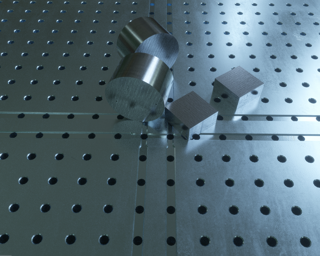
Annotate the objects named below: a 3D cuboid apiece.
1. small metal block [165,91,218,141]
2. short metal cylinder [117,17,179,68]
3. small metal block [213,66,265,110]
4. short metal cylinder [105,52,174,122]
[{"bbox_3d":[0.042,-0.018,0.423,0.050,0.025,0.050,-31,57,-23],"label":"small metal block"},{"bbox_3d":[-0.019,-0.121,0.473,0.081,0.080,0.050,-24,54,-19],"label":"short metal cylinder"},{"bbox_3d":[0.116,-0.061,0.459,0.050,0.025,0.050,-29,56,-22],"label":"small metal block"},{"bbox_3d":[-0.027,-0.054,0.417,0.080,0.080,0.050,11,51,9],"label":"short metal cylinder"}]
